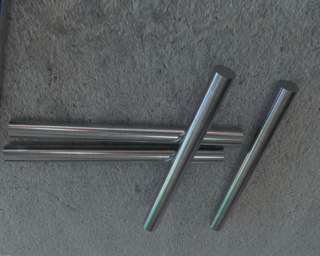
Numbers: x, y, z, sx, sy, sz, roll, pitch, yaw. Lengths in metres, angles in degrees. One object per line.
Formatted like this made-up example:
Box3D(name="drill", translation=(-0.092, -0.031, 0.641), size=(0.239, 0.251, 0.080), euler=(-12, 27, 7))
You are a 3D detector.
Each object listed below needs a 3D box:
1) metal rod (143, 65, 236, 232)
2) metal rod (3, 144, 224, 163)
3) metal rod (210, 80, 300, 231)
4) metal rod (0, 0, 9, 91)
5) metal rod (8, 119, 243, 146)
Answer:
Box3D(name="metal rod", translation=(0.026, 0.050, 0.415), size=(0.025, 0.025, 0.298), euler=(12, 129, -11))
Box3D(name="metal rod", translation=(-0.063, 0.036, 0.437), size=(0.302, 0.025, 0.025), euler=(0, 130, -1))
Box3D(name="metal rod", translation=(0.127, 0.062, 0.460), size=(0.025, 0.025, 0.298), euler=(7, 130, -7))
Box3D(name="metal rod", translation=(-0.194, -0.062, 0.352), size=(0.025, 0.025, 0.298), euler=(17, 128, -15))
Box3D(name="metal rod", translation=(-0.042, 0.006, 0.411), size=(0.302, 0.025, 0.025), euler=(2, 130, -2))
